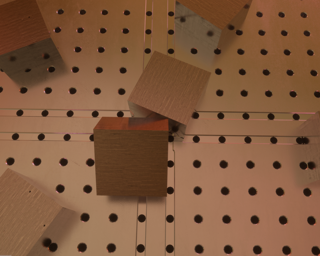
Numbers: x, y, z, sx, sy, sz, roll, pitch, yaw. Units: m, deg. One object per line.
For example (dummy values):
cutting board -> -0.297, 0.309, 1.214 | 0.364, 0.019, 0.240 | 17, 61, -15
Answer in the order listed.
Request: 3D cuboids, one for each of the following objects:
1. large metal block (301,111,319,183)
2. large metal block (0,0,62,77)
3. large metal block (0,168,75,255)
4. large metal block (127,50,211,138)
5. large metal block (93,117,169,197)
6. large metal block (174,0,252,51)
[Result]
large metal block -> 0.235, 0.024, 0.391 | 0.080, 0.050, 0.080 | -1, 70, 0
large metal block -> -0.200, -0.132, 0.446 | 0.080, 0.050, 0.080 | -23, 72, -8
large metal block -> -0.162, 0.106, 0.359 | 0.080, 0.050, 0.080 | 32, 73, 11
large metal block -> 0.013, -0.044, 0.415 | 0.080, 0.050, 0.080 | 23, 72, 8
large metal block -> -0.031, 0.032, 0.366 | 0.080, 0.050, 0.079 | 1, 107, 0
large metal block -> 0.079, -0.177, 0.464 | 0.080, 0.050, 0.080 | 38, 74, 12
